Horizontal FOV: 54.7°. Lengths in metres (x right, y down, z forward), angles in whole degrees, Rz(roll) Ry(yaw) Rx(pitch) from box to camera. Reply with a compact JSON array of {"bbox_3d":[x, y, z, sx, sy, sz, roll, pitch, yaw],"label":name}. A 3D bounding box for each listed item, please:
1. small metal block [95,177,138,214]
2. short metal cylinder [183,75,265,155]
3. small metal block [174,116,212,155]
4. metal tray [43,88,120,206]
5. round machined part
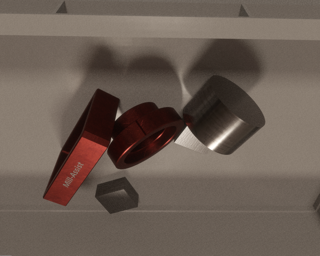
[{"bbox_3d":[-0.069,0.110,0.502,0.050,0.025,0.050,-18,128,14],"label":"small metal block"},{"bbox_3d":[0.074,-0.016,0.361,0.080,0.080,0.050,27,125,-21],"label":"short metal cylinder"},{"bbox_3d":[0.053,0.004,0.413,0.050,0.025,0.050,22,127,-18],"label":"small metal block"},{"bbox_3d":[-0.098,0.025,0.385,0.030,0.090,0.129,26,125,-19],"label":"metal tray"},{"bbox_3d":[-0.022,0.005,0.380,0.098,0.042,0.098,-32,163,-11],"label":"round machined part"}]
